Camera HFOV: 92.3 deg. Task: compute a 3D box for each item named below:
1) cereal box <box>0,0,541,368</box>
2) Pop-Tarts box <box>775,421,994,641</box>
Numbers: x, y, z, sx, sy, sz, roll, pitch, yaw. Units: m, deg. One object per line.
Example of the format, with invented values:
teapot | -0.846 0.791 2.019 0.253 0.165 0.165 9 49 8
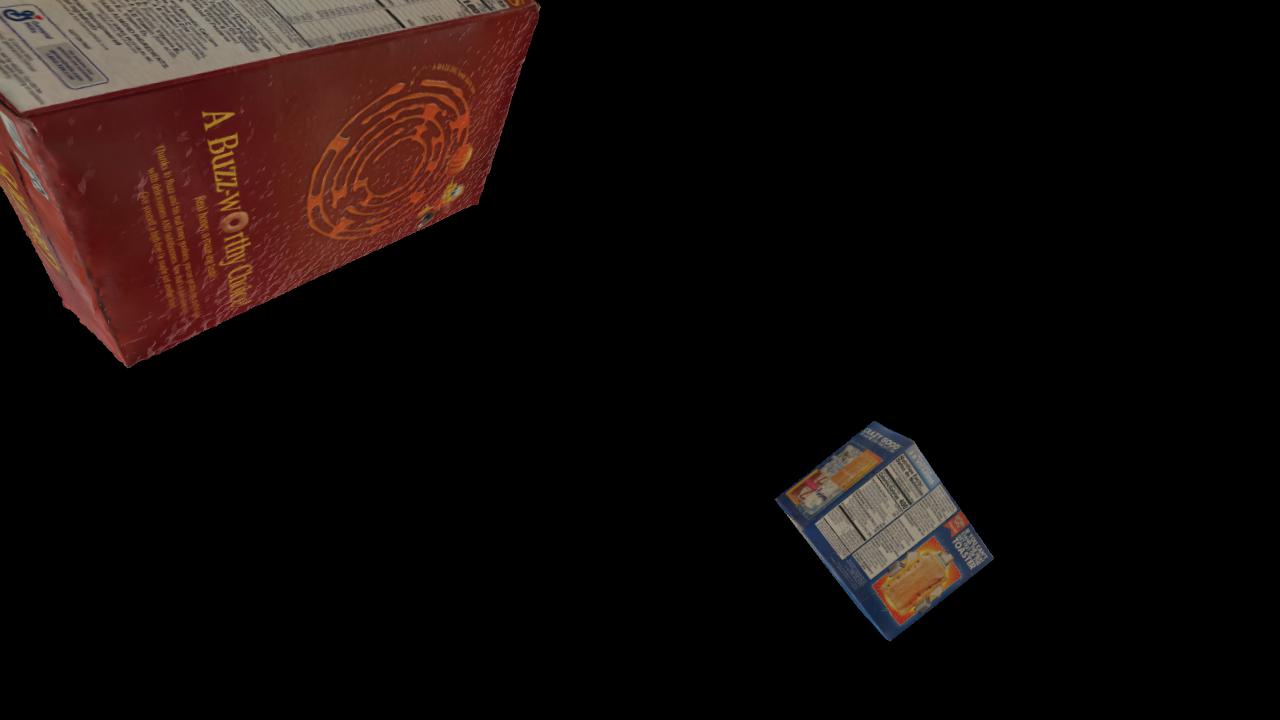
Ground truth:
cereal box | -0.216 -0.143 0.406 0.306 0.081 0.203 -43 -4 -40
Pop-Tarts box | 0.253 0.176 0.645 0.141 0.167 0.083 -39 14 0
